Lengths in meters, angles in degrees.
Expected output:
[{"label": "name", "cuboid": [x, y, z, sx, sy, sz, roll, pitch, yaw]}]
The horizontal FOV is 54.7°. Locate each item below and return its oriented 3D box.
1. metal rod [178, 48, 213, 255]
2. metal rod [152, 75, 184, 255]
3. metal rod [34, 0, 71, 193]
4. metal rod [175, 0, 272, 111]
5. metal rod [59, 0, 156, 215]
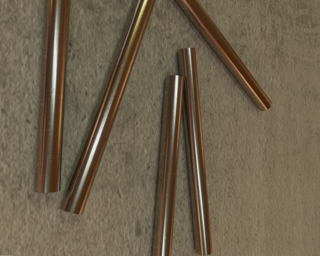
[{"label": "metal rod", "cuboid": [0.052, 0.037, 0.450, 0.025, 0.025, 0.298, -10, 96, -40]}, {"label": "metal rod", "cuboid": [0.009, 0.079, 0.414, 0.025, 0.025, 0.298, 7, 85, -40]}, {"label": "metal rod", "cuboid": [-0.107, -0.086, 0.316, 0.025, 0.025, 0.298, 4, 87, -40]}, {"label": "metal rod", "cuboid": [0.099, -0.126, 0.490, 0.300, 0.025, 0.025, 42, 65, -32]}, {"label": "metal rod", "cuboid": [-0.052, -0.051, 0.362, 0.025, 0.025, 0.299, 27, 73, -37]}]
